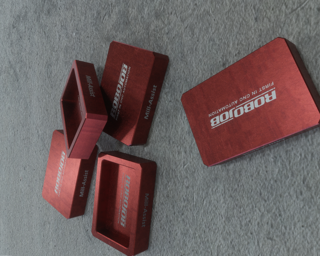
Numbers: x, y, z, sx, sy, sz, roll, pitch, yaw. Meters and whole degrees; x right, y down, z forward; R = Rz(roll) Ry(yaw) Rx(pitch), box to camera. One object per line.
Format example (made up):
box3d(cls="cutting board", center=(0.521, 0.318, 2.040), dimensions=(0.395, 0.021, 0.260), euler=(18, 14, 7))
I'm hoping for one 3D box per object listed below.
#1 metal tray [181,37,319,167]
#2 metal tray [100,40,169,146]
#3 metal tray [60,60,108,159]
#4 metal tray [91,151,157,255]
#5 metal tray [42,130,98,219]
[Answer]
box3d(cls="metal tray", center=(0.091, -0.022, 0.326), dimensions=(0.130, 0.030, 0.090), euler=(-29, 72, 36))
box3d(cls="metal tray", center=(-0.045, -0.050, 0.439), dimensions=(0.090, 0.030, 0.129), euler=(26, 106, 37))
box3d(cls="metal tray", center=(-0.119, -0.029, 0.466), dimensions=(0.089, 0.030, 0.130), euler=(-57, 39, 34))
box3d(cls="metal tray", center=(-0.054, 0.104, 0.446), dimensions=(0.090, 0.030, 0.129), euler=(10, 97, 39))
box3d(cls="metal tray", center=(-0.157, 0.077, 0.532), dimensions=(0.090, 0.030, 0.129), euler=(23, 105, 37))
